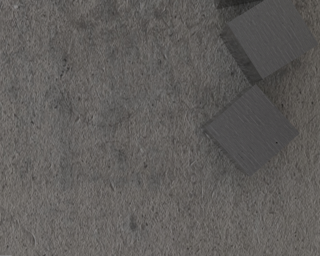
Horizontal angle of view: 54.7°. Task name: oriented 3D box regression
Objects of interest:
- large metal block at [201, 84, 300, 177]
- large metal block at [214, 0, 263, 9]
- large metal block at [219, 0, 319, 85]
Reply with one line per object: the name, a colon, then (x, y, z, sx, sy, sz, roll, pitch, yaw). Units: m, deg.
large metal block: (0.112, 0.003, 0.398, 0.080, 0.050, 0.080, -42, 90, 0)
large metal block: (0.108, -0.209, 0.398, 0.080, 0.050, 0.080, -12, 90, 0)
large metal block: (0.136, -0.114, 0.398, 0.080, 0.050, 0.080, -32, 90, 0)
